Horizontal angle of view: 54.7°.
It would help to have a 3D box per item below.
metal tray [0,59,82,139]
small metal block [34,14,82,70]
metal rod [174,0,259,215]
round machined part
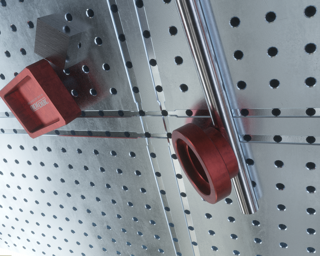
[{"bbox_3d":[-0.181,-0.038,0.460,0.130,0.030,0.090,-16,111,46],"label":"metal tray"},{"bbox_3d":[-0.136,-0.114,0.410,0.050,0.025,0.050,31,128,8],"label":"small metal block"},{"bbox_3d":[0.069,-0.023,0.359,0.025,0.025,0.298,-8,115,31],"label":"metal rod"},{"bbox_3d":[0.057,0.037,0.371,0.098,0.042,0.098,57,165,25],"label":"round machined part"}]
